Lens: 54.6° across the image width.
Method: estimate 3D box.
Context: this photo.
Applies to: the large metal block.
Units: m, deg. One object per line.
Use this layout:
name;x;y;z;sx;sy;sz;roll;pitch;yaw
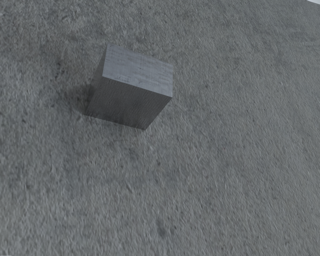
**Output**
large metal block;-0.039;-0.046;0.375;0.081;0.080;0.050;15;56;-20
